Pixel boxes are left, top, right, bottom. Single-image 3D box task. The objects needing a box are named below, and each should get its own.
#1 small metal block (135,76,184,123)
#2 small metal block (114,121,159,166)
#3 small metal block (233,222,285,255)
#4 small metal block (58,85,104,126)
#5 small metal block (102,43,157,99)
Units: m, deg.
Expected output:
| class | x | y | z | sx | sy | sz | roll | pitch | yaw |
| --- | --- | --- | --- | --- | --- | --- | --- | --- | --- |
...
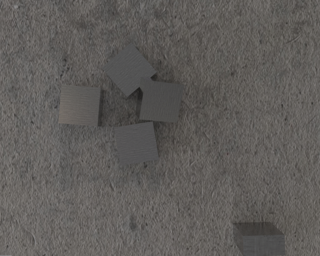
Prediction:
| class | x | y | z | sx | sy | sz | roll | pitch | yaw |
| --- | --- | --- | --- | --- | --- | --- | --- | --- | --- |
| small metal block | -0.001 | -0.036 | 0.397 | 0.050 | 0.025 | 0.050 | 5 | 107 | -18 |
| small metal block | -0.030 | 0.020 | 0.410 | 0.050 | 0.025 | 0.050 | -9 | 90 | 0 |
| small metal block | 0.126 | 0.142 | 0.398 | 0.050 | 0.050 | 0.025 | -2 | 90 | 0 |
| small metal block | -0.103 | -0.029 | 0.409 | 0.050 | 0.025 | 0.050 | 5 | 90 | 0 |
| small metal block | -0.039 | -0.075 | 0.409 | 0.050 | 0.025 | 0.050 | -41 | 90 | 0 |
